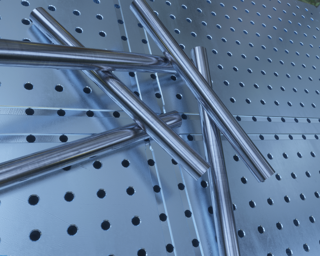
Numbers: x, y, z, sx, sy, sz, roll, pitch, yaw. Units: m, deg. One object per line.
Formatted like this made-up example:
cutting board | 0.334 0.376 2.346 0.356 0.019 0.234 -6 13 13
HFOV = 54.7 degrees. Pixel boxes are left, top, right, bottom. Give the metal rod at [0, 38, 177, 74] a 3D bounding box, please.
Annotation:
metal rod | -0.048 -0.083 0.387 0.302 0.025 0.025 -9 66 -48

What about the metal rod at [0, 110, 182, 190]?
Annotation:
metal rod | -0.095 0.027 0.341 0.302 0.025 0.025 -19 72 -35

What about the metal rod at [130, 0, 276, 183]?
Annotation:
metal rod | 0.051 -0.059 0.418 0.025 0.025 0.299 -26 76 -37

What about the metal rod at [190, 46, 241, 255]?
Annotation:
metal rod | 0.071 0.018 0.419 0.025 0.025 0.299 7 64 -25

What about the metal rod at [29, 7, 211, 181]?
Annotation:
metal rod | -0.056 -0.049 0.385 0.300 0.025 0.025 44 50 11
